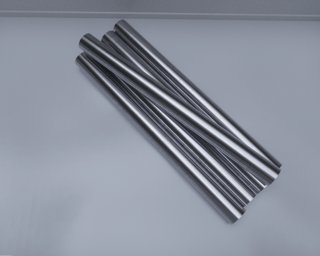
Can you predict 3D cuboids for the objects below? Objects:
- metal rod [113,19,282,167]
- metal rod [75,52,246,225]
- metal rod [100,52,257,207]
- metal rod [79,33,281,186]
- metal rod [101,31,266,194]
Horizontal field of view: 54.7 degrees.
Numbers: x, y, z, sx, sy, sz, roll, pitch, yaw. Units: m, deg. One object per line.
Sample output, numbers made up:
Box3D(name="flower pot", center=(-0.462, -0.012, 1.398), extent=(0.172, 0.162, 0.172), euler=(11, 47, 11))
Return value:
Box3D(name="metal rod", center=(0.042, -0.049, 0.426), extent=(0.025, 0.025, 0.300), euler=(-41, 75, -14))
Box3D(name="metal rod", center=(-0.009, 0.004, 0.407), extent=(0.025, 0.025, 0.300), euler=(-41, 75, -14))
Box3D(name="metal rod", center=(0.007, -0.015, 0.414), extent=(0.025, 0.025, 0.300), euler=(-41, 75, -14))
Box3D(name="metal rod", center=(0.016, -0.030, 0.392), extent=(0.300, 0.025, 0.025), euler=(37, 74, 12))
Box3D(name="metal rod", center=(0.026, -0.030, 0.419), extent=(0.025, 0.025, 0.300), euler=(-41, 75, -14))
